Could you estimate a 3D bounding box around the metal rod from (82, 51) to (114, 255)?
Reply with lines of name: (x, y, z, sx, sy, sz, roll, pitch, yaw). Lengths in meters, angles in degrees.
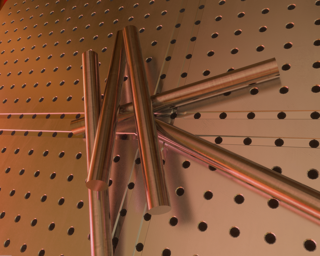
metal rod: (-0.087, 0.019, 0.418, 0.025, 0.025, 0.299, -19, 62, 17)

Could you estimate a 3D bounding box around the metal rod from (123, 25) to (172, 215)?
metal rod: (-0.024, -0.034, 0.409, 0.025, 0.025, 0.300, -22, 53, 15)

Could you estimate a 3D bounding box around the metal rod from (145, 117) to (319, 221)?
metal rod: (0.088, 0.044, 0.335, 0.300, 0.025, 0.025, 25, 76, 37)

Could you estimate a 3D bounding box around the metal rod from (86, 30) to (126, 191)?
metal rod: (-0.068, -0.048, 0.445, 0.025, 0.025, 0.300, -16, 46, 19)

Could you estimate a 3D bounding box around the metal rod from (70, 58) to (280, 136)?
metal rod: (0.007, -0.037, 0.428, 0.300, 0.025, 0.025, -15, 56, 19)
